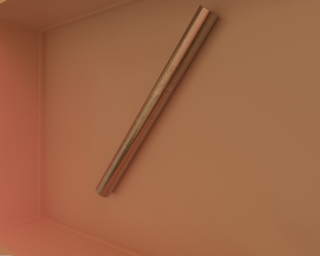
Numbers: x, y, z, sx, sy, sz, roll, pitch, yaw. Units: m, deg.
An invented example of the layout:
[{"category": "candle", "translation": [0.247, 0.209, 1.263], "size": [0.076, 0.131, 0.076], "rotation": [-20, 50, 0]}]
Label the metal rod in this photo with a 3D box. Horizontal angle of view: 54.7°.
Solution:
[{"category": "metal rod", "translation": [-0.015, -0.019, 0.417], "size": [0.025, 0.025, 0.298], "rotation": [46, 117, 30]}]
